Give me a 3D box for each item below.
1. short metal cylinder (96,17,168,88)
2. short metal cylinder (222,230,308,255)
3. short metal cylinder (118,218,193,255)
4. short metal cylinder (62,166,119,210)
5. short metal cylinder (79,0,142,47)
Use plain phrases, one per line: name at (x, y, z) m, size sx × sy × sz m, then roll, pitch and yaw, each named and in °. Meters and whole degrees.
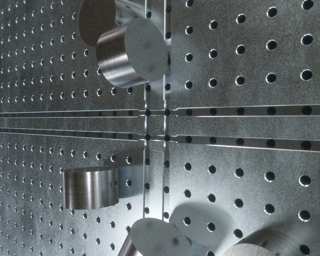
short metal cylinder at (-0.034, -0.095, 0.400) m, size 0.050 × 0.081 × 0.080 m, roll -7°, pitch 86°, yaw 39°
short metal cylinder at (0.104, 0.148, 0.306) m, size 0.080 × 0.050 × 0.079 m, roll 0°, pitch 90°, yaw 39°
short metal cylinder at (-0.008, 0.157, 0.378) m, size 0.080 × 0.081 × 0.050 m, roll 37°, pitch 113°, yaw 33°
short metal cylinder at (-0.101, 0.085, 0.455) m, size 0.080 × 0.081 × 0.050 m, roll -4°, pitch 88°, yaw 39°
short metal cylinder at (-0.073, -0.154, 0.451) m, size 0.080 × 0.050 × 0.079 m, roll 0°, pitch 90°, yaw 39°
